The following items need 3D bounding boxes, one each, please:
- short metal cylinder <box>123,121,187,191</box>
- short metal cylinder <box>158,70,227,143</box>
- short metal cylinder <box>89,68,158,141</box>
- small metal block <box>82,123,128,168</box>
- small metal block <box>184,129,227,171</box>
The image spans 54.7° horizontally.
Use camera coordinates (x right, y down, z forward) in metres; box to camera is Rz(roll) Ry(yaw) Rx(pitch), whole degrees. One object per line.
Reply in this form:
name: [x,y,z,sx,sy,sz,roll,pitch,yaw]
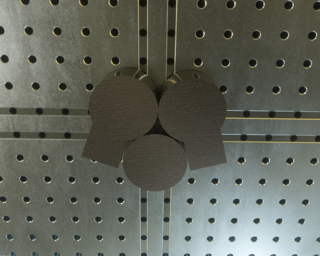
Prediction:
short metal cylinder: [-0.006,0.036,0.409,0.081,0.050,0.079,0,110,0]
short metal cylinder: [0.038,-0.028,0.386,0.081,0.050,0.079,0,110,0]
short metal cylinder: [-0.043,-0.031,0.384,0.081,0.050,0.079,0,110,0]
small metal block: [-0.071,0.020,0.416,0.050,0.025,0.050,20,109,-7]
small metal block: [0.059,0.025,0.420,0.050,0.025,0.050,-13,110,4]
